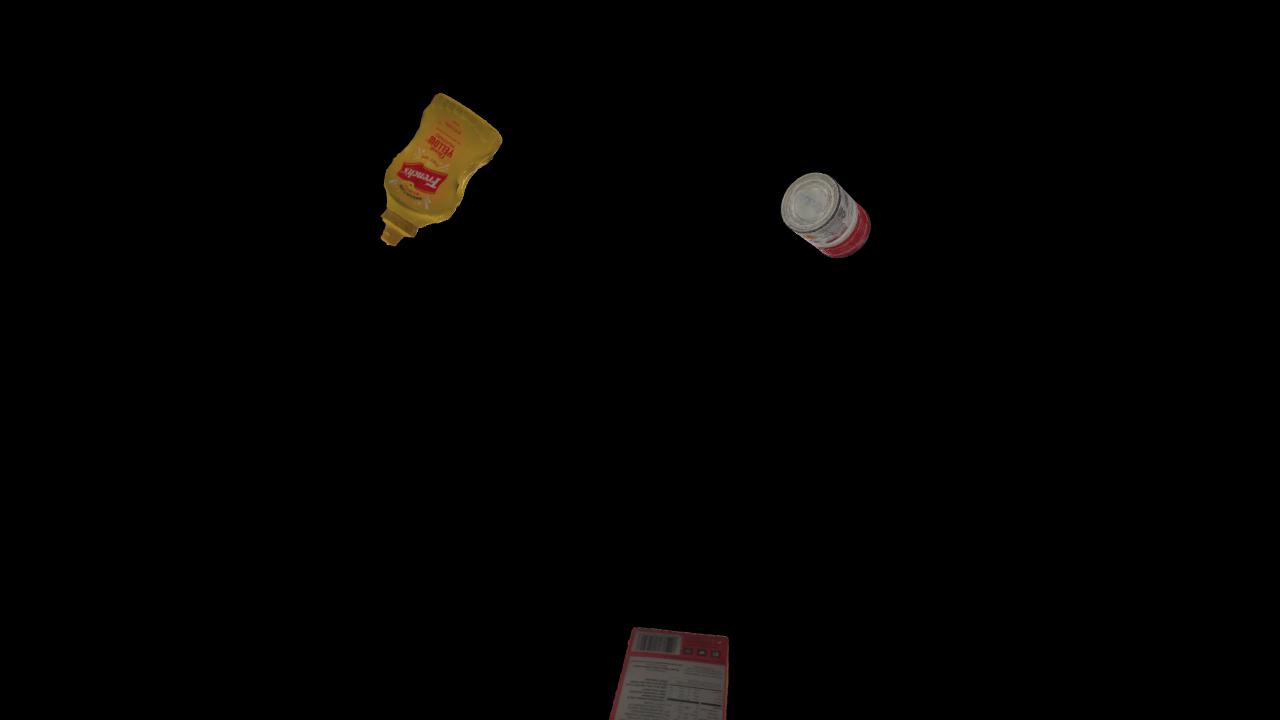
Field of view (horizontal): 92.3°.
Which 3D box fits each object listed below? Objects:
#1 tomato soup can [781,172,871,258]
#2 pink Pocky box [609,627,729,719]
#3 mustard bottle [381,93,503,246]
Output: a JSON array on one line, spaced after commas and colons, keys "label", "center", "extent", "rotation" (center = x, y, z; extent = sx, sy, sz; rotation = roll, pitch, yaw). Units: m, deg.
[{"label": "tomato soup can", "center": [0.207, -0.158, 0.683], "extent": [0.068, 0.068, 0.101], "rotation": [0, -7, 38]}, {"label": "pink Pocky box", "center": [0.022, 0.266, 0.458], "extent": [0.084, 0.029, 0.155], "rotation": [1, 16, 10]}, {"label": "mustard bottle", "center": [-0.249, -0.213, 0.727], "extent": [0.092, 0.184, 0.054], "rotation": [34, -1, -6]}]
